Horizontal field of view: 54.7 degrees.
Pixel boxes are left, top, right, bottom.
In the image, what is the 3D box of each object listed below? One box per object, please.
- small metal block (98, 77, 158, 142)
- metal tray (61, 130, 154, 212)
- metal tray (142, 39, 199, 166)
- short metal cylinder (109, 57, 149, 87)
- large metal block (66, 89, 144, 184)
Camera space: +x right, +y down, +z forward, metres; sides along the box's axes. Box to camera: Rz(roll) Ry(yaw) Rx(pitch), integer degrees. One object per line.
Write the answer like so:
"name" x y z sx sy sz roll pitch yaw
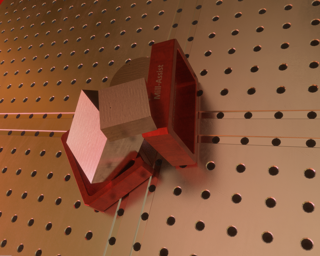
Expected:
"small metal block" -0.033 -0.019 0.315 0.050 0.025 0.050 -15 55 6
"metal tray" -0.076 0.034 0.420 0.090 0.030 0.130 -37 51 3
"metal tray" 0.017 -0.030 0.374 0.030 0.090 0.130 -9 58 23
"short metal cylinder" -0.023 -0.052 0.435 0.080 0.050 0.080 -13 56 20
"large metal block" -0.068 0.009 0.381 0.080 0.050 0.079 46 124 38
